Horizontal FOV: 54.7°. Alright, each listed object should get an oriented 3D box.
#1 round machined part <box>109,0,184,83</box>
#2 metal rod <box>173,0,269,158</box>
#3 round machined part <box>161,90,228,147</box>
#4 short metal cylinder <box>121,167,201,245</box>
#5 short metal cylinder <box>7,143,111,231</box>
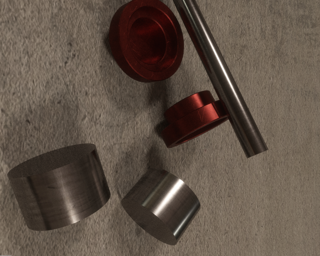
[{"bbox_3d":[-0.020,-0.104,0.378,0.099,0.042,0.097,0,90,-40],"label":"round machined part"},{"bbox_3d":[0.052,-0.106,0.374,0.025,0.025,0.299,-12,74,-40],"label":"metal rod"},{"bbox_3d":[0.044,-0.014,0.403,0.099,0.098,0.042,-19,78,-39],"label":"round machined part"},{"bbox_3d":[0.001,0.094,0.372,0.050,0.080,0.080,-48,119,-30],"label":"short metal cylinder"},{"bbox_3d":[-0.093,0.052,0.292,0.081,0.080,0.050,-24,106,-38],"label":"short metal cylinder"}]
